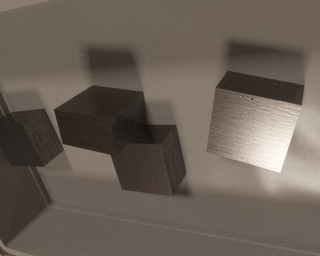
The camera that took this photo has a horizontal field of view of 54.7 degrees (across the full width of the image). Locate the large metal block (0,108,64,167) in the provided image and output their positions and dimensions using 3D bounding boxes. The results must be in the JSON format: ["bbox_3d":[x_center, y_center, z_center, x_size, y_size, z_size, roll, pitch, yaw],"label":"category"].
[{"bbox_3d":[-0.221,0.017,0.517,0.080,0.050,0.080,-3,117,29],"label":"large metal block"}]

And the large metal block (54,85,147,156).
[{"bbox_3d":[-0.073,-0.013,0.402,0.080,0.080,0.050,10,123,22],"label":"large metal block"}]

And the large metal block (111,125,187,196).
[{"bbox_3d":[-0.016,0.042,0.426,0.080,0.050,0.079,1,119,27],"label":"large metal block"}]

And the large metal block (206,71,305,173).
[{"bbox_3d":[0.101,-0.009,0.334,0.080,0.050,0.079,15,125,19],"label":"large metal block"}]
